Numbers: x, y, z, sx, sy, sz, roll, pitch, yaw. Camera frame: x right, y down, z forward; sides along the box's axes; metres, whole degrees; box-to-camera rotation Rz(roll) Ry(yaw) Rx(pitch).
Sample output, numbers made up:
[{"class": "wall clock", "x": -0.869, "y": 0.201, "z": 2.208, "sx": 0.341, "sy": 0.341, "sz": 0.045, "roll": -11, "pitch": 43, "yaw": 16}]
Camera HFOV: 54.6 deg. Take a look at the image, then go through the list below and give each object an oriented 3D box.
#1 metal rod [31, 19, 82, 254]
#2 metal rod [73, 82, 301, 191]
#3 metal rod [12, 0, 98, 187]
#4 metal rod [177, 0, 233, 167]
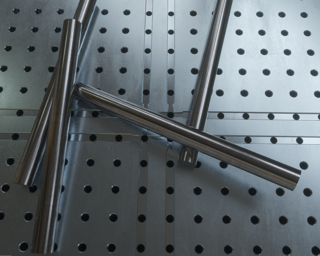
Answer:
[{"class": "metal rod", "x": -0.129, "y": -0.001, "z": 0.396, "sx": 0.025, "sy": 0.025, "sz": 0.299, "roll": 3, "pitch": 76, "yaw": 1}, {"class": "metal rod", "x": 0.018, "y": 0.003, "z": 0.386, "sx": 0.301, "sy": 0.025, "sz": 0.025, "roll": 22, "pitch": 71, "yaw": 17}, {"class": "metal rod", "x": -0.140, "y": -0.067, "z": 0.435, "sx": 0.025, "sy": 0.025, "sz": 0.299, "roll": 11, "pitch": 70, "yaw": 4}, {"class": "metal rod", "x": 0.071, "y": -0.091, "z": 0.445, "sx": 0.025, "sy": 0.025, "sz": 0.299, "roll": 14, "pitch": 70, "yaw": 5}]
